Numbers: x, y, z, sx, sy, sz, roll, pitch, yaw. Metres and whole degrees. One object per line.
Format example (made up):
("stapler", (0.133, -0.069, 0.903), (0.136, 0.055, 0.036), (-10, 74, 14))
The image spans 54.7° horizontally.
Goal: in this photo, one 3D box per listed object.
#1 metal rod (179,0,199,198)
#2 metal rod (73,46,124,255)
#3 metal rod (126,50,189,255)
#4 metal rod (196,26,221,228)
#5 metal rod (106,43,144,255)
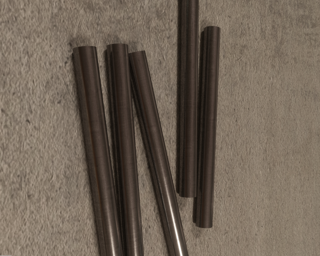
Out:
("metal rod", (0.041, -0.053, 0.441), (0.025, 0.025, 0.298), (1, 89, -40))
("metal rod", (-0.065, 0.060, 0.351), (0.025, 0.025, 0.298), (-11, 97, -40))
("metal rod", (0.000, 0.051, 0.406), (0.025, 0.025, 0.298), (-20, 103, -39))
("metal rod", (0.073, -0.003, 0.468), (0.025, 0.025, 0.298), (5, 87, -40))
("metal rod", (-0.040, 0.052, 0.373), (0.025, 0.025, 0.298), (-7, 95, -40))
